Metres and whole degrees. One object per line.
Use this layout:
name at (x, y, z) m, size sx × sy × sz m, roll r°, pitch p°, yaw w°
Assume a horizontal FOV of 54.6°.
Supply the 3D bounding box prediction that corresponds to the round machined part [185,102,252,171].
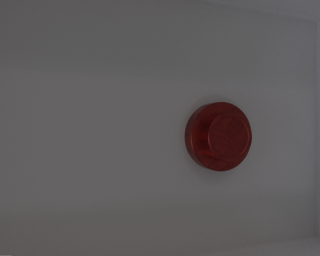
round machined part at (0.088, 0.012, 0.434) m, size 0.099 × 0.042 × 0.097 m, roll 0°, pitch 90°, yaw -20°
